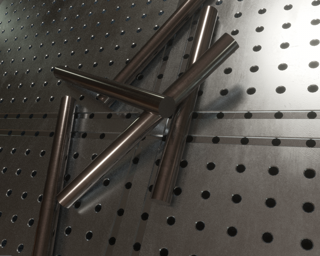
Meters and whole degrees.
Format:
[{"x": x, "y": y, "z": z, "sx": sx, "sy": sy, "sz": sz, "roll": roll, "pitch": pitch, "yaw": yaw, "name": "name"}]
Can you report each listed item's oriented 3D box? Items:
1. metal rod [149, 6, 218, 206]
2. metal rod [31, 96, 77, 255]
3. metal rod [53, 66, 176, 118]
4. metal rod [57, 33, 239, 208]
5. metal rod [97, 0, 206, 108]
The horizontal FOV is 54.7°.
[{"x": 0.038, "y": -0.047, "z": 0.415, "sx": 0.025, "sy": 0.025, "sz": 0.300, "roll": 2, "pitch": 63, "yaw": 29, "name": "metal rod"}, {"x": -0.148, "y": 0.082, "z": 0.433, "sx": 0.025, "sy": 0.025, "sz": 0.299, "roll": -14, "pitch": 56, "yaw": 20, "name": "metal rod"}, {"x": -0.087, "y": -0.062, "z": 0.455, "sx": 0.300, "sy": 0.025, "sz": 0.025, "roll": 22, "pitch": 73, "yaw": 47, "name": "metal rod"}, {"x": -0.020, "y": -0.005, "z": 0.396, "sx": 0.300, "sy": 0.025, "sz": 0.025, "roll": -43, "pitch": 51, "yaw": 7, "name": "metal rod"}, {"x": 0.010, "y": -0.152, "z": 0.494, "sx": 0.300, "sy": 0.025, "sz": 0.025, "roll": -49, "pitch": 52, "yaw": -7, "name": "metal rod"}]
